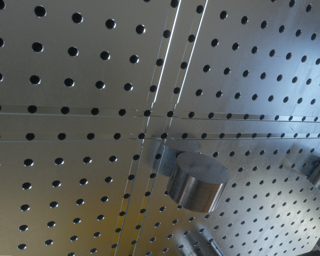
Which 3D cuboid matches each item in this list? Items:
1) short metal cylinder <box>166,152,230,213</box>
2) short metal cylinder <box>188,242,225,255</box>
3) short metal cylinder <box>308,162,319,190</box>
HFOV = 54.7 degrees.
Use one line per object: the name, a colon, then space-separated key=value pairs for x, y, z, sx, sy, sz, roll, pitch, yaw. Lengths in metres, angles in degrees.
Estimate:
short metal cylinder: x=0.055 y=0.077 z=0.454 sx=0.081 sy=0.080 sz=0.050 roll=3 pitch=117 yaw=-30
short metal cylinder: x=0.097 y=0.278 z=0.620 sx=0.081 sy=0.050 sz=0.079 roll=-14 pitch=124 yaw=-21
short metal cylinder: x=0.357 y=0.106 z=0.636 sx=0.081 sy=0.080 sz=0.050 roll=15 pitch=111 yaw=-34
